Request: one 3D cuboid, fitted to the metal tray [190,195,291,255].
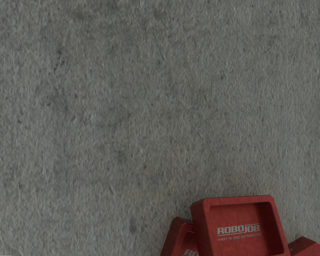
[{"bbox_3d":[0.110,0.141,0.419,0.131,0.030,0.090,4,63,-29],"label":"metal tray"}]

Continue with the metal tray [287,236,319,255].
[{"bbox_3d":[0.199,0.239,0.483,0.131,0.030,0.089,-18,96,-20],"label":"metal tray"}]

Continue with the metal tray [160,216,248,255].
[{"bbox_3d":[0.067,0.186,0.432,0.131,0.030,0.090,22,83,-19],"label":"metal tray"}]
